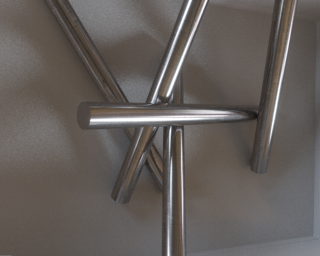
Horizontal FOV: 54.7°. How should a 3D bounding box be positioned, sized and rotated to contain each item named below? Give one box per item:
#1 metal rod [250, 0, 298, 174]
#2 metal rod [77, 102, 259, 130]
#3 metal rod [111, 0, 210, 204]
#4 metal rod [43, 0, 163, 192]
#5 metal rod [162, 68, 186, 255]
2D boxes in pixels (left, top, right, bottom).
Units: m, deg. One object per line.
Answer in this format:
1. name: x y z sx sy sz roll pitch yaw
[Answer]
1. metal rod: 0.146 -0.069 0.396 0.025 0.025 0.298 -12 121 -20
2. metal rod: 0.046 -0.016 0.370 0.302 0.025 0.025 -3 91 -42
3. metal rod: 0.003 -0.044 0.351 0.025 0.025 0.298 16 108 -20
4. metal rod: -0.058 -0.041 0.388 0.025 0.025 0.299 -34 101 -17
5. metal rod: 0.016 0.039 0.355 0.025 0.025 0.299 11 63 -20
